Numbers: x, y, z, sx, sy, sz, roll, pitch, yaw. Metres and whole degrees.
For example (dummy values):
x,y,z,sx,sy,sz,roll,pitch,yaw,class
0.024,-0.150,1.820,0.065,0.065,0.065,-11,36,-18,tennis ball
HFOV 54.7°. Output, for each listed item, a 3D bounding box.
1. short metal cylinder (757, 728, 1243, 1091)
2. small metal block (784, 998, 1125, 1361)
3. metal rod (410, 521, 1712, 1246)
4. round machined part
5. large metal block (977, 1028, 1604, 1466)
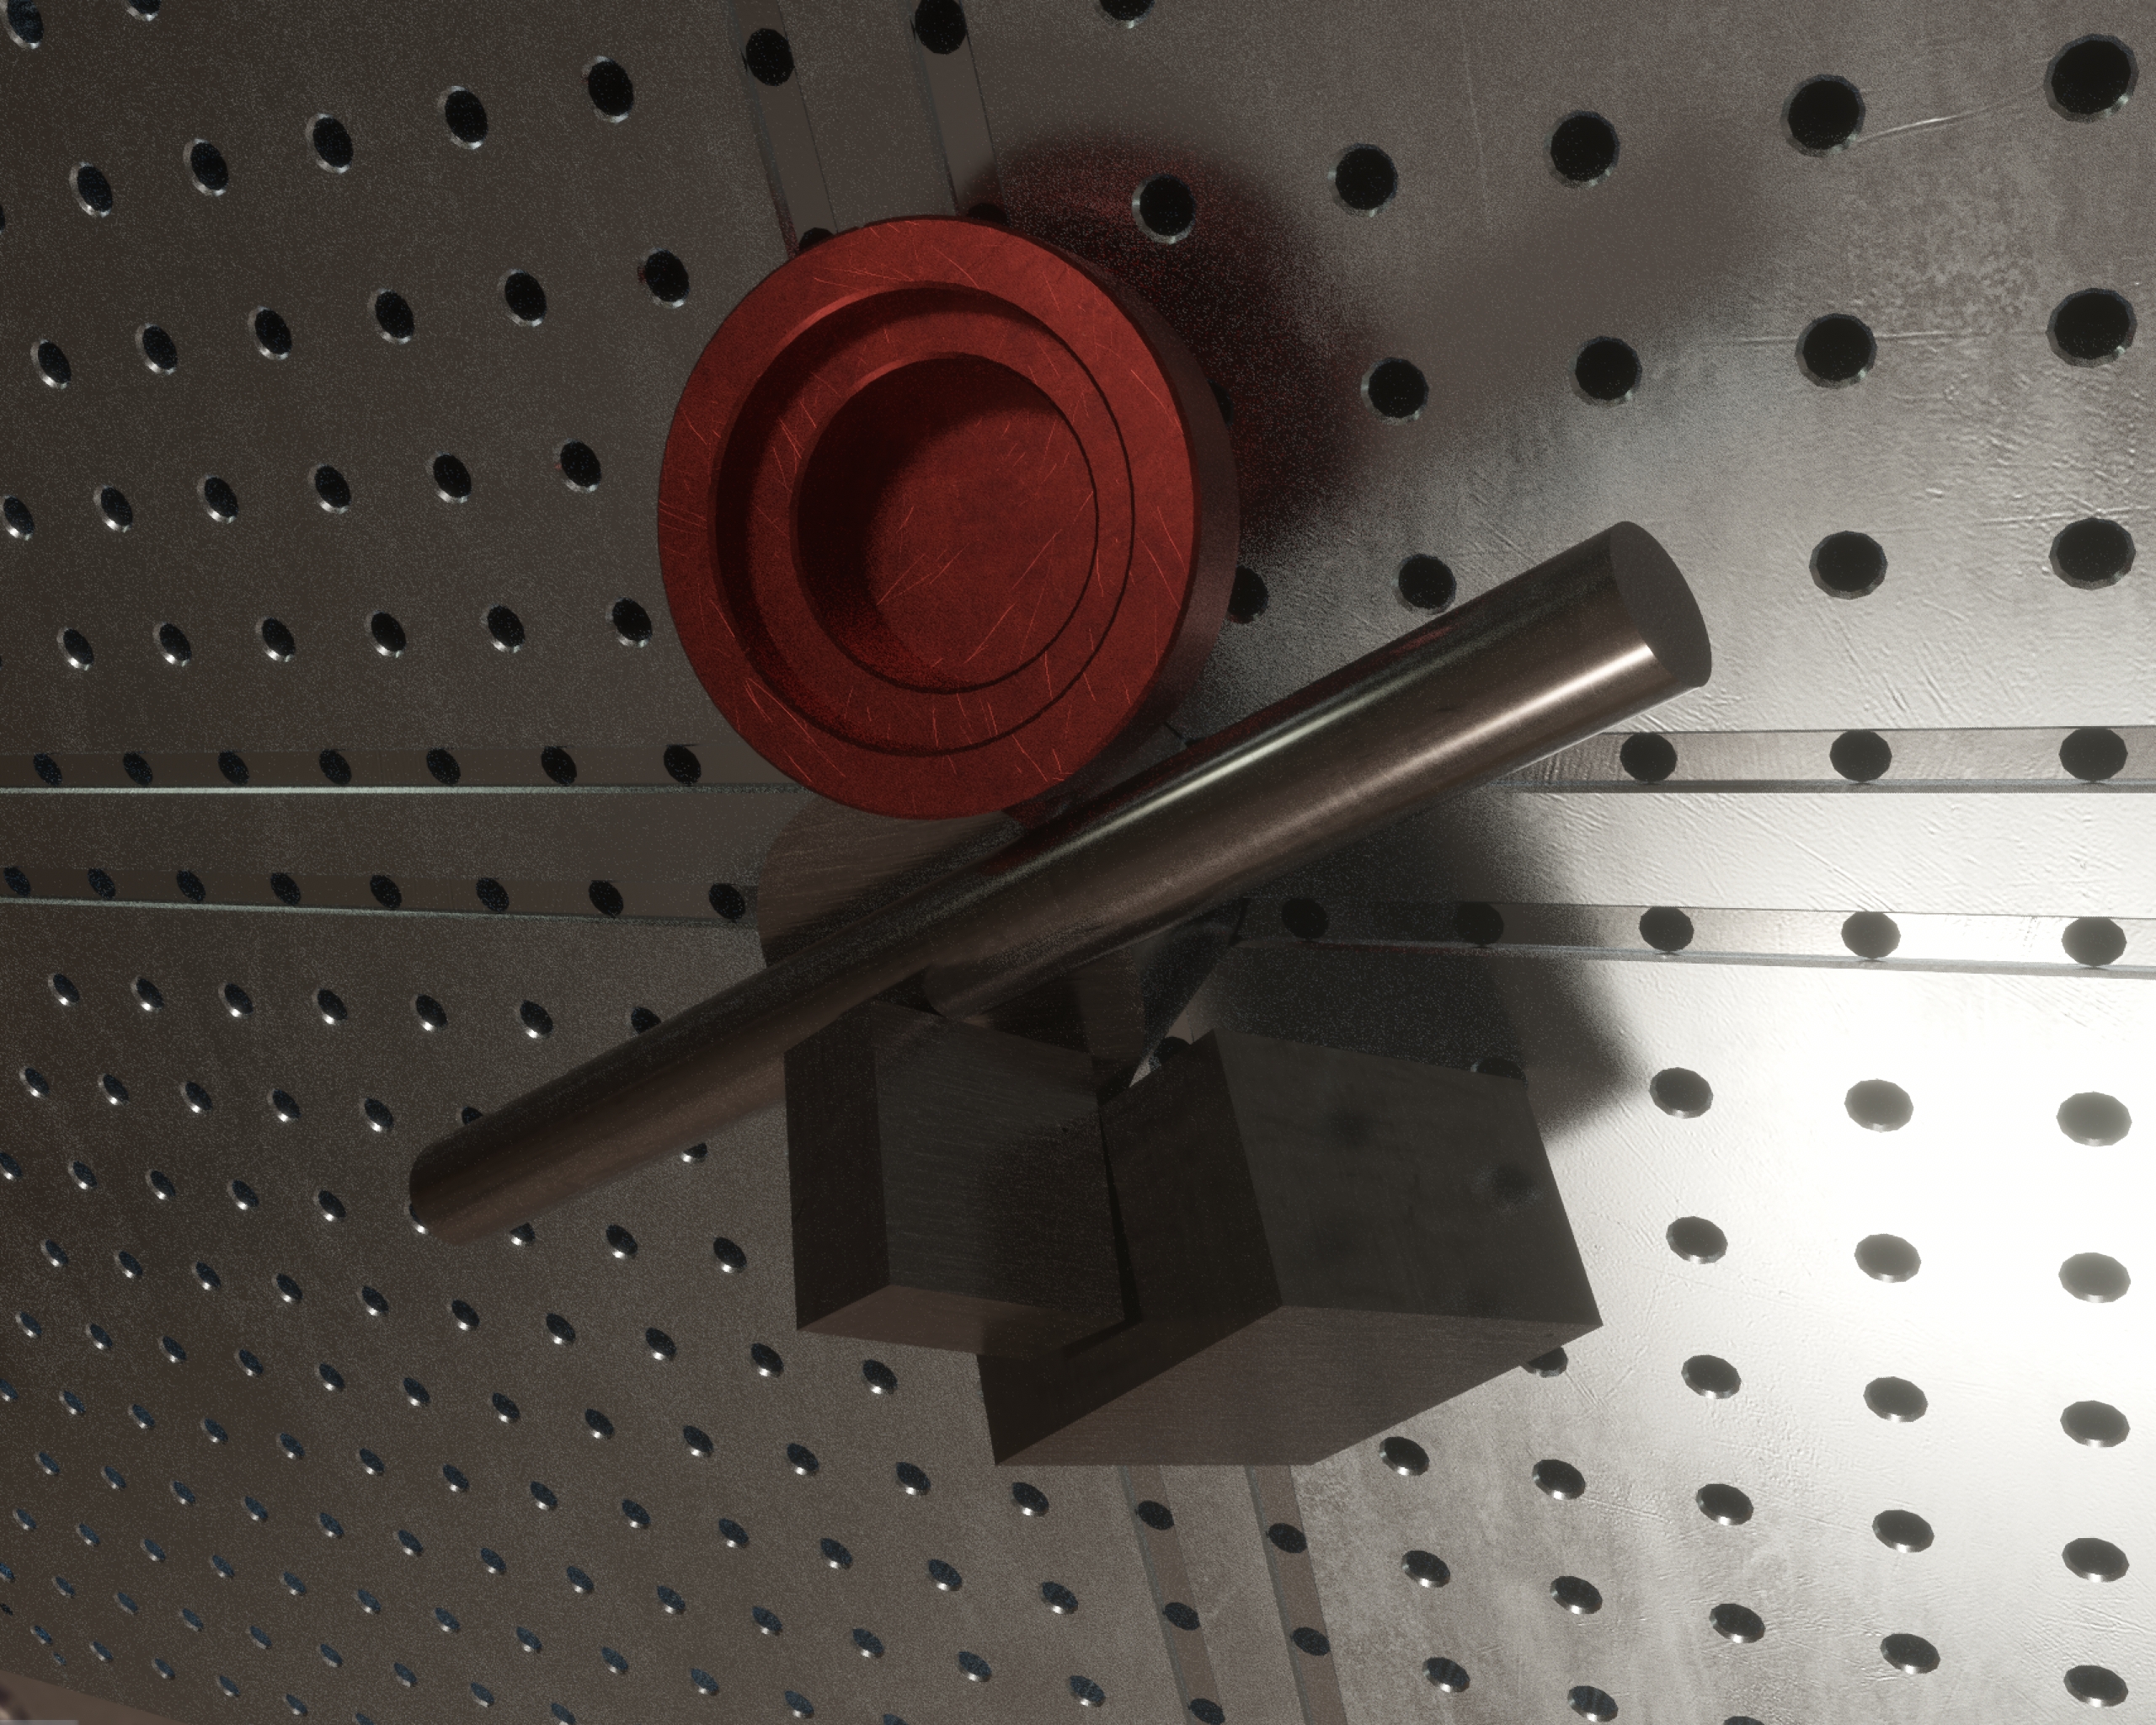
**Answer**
x,y,z,sx,sy,sz,roll,pitch,yaw,class
-0.014,0.009,0.406,0.080,0.050,0.079,13,124,20,short metal cylinder
-0.022,0.056,0.361,0.050,0.050,0.025,19,142,-39,small metal block
-0.029,0.019,0.371,0.299,0.025,0.025,-27,104,37,metal rod
-0.019,-0.058,0.358,0.098,0.042,0.097,3,97,22,round machined part
0.036,0.076,0.393,0.081,0.050,0.080,13,142,-37,large metal block
